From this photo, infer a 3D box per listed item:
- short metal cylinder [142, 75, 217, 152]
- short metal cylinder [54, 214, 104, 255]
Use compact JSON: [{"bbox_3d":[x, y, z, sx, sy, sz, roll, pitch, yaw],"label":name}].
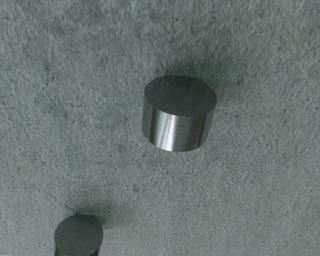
[{"bbox_3d":[0.021,-0.018,0.356,0.081,0.080,0.050,4,130,-4],"label":"short metal cylinder"},{"bbox_3d":[-0.142,0.199,0.539,0.081,0.080,0.050,10,129,-9],"label":"short metal cylinder"}]
